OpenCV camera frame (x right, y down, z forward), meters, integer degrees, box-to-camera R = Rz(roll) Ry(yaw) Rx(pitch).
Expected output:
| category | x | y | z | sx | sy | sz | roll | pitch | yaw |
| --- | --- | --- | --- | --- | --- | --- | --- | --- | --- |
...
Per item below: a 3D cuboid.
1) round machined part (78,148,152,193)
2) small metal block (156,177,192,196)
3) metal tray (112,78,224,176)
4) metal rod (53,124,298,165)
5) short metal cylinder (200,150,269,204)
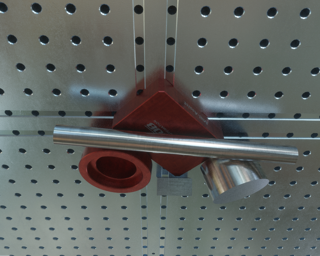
| category | x | y | z | sx | sy | sz | roll | pitch | yaw |
| --- | --- | --- | --- | --- | --- | --- | --- | --- | --- |
| round machined part | -0.060 | 0.047 | 0.433 | 0.099 | 0.042 | 0.097 | 3 | 137 | 3 |
| small metal block | 0.020 | 0.087 | 0.469 | 0.050 | 0.025 | 0.050 | 2 | 173 | -3 |
| metal tray | 0.014 | 0.005 | 0.414 | 0.090 | 0.030 | 0.130 | -36 | 122 | 26 |
| metal rod | 0.024 | 0.021 | 0.389 | 0.302 | 0.025 | 0.025 | 5 | 130 | -5 |
| short metal cylinder | 0.103 | 0.067 | 0.434 | 0.081 | 0.050 | 0.080 | -15 | 151 | -8 |
